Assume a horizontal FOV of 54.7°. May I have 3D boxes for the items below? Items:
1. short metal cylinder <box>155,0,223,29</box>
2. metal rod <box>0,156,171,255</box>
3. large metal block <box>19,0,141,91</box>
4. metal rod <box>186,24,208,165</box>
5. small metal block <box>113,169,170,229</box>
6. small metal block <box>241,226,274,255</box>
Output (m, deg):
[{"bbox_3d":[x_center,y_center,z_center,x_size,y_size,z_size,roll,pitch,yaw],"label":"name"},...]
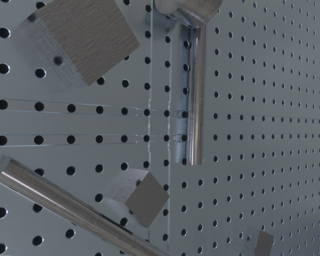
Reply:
[{"bbox_3d":[0.038,-0.178,0.405,0.050,0.080,0.080,13,82,-40],"label":"short metal cylinder"},{"bbox_3d":[-0.054,0.125,0.364,0.300,0.025,0.025,43,64,-31],"label":"metal rod"},{"bbox_3d":[-0.081,-0.097,0.325,0.080,0.050,0.080,-47,118,-30],"label":"large metal block"},{"bbox_3d":[0.056,-0.096,0.455,0.025,0.025,0.298,4,88,-40],"label":"metal rod"},{"bbox_3d":[-0.022,0.088,0.391,0.050,0.025,0.050,-51,120,-28],"label":"small metal block"},{"bbox_3d":[0.176,0.211,0.557,0.050,0.025,0.050,31,71,-36],"label":"small metal block"}]
